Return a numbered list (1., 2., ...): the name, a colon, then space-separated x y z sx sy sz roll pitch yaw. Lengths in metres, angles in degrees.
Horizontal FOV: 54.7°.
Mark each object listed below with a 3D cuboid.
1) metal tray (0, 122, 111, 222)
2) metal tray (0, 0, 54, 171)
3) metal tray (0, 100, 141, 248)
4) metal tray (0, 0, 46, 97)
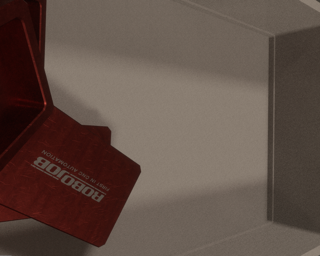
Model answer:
1. metal tray: -0.114 0.040 0.309 0.131 0.030 0.089 4 88 -40
2. metal tray: -0.115 -0.012 0.177 0.130 0.030 0.089 -69 164 -49
3. metal tray: -0.088 0.045 0.291 0.130 0.030 0.090 40 65 -33
4. metal tray: -0.132 -0.069 0.230 0.130 0.030 0.089 -54 151 -76
